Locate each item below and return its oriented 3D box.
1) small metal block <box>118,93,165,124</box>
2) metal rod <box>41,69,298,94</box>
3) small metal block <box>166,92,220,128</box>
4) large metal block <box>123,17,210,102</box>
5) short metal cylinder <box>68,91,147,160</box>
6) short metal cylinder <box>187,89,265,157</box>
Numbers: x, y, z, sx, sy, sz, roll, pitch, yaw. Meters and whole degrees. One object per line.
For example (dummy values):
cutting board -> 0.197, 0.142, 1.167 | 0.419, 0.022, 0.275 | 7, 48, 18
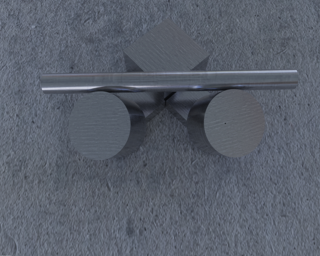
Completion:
small metal block -> -0.029, -0.032, 0.421 | 0.050, 0.025, 0.050 | -41, 75, -15
metal rod -> 0.012, -0.056, 0.375 | 0.302, 0.025, 0.025 | -1, 70, -1
small metal block -> 0.044, -0.031, 0.420 | 0.050, 0.025, 0.050 | -42, 75, -14
large metal block -> 0.008, -0.090, 0.427 | 0.080, 0.050, 0.080 | -40, 75, -13
short metal cylinder -> -0.063, -0.002, 0.381 | 0.080, 0.050, 0.080 | -1, 87, 18
short metal cylinder -> 0.080, -0.005, 0.384 | 0.081, 0.050, 0.080 | 0, 89, -18
